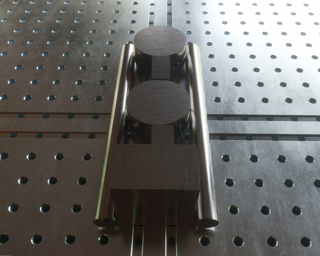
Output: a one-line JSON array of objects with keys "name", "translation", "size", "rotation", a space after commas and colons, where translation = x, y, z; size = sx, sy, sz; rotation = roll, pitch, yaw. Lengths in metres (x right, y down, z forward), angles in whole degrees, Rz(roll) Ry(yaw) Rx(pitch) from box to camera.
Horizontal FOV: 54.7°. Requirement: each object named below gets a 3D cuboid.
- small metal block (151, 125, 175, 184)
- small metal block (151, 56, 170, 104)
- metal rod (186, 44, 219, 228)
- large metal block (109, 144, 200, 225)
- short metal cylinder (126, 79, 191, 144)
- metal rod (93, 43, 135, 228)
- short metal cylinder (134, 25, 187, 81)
[{"name": "small metal block", "translation": [0.003, 0.032, 0.364], "size": [0.025, 0.050, 0.050], "rotation": [0, 50, 0]}, {"name": "small metal block", "translation": [0.001, -0.069, 0.447], "size": [0.025, 0.050, 0.050], "rotation": [1, 50, 1]}, {"name": "metal rod", "translation": [0.051, -0.015, 0.419], "size": [0.025, 0.025, 0.300], "rotation": [1, 50, 1]}, {"name": "large metal block", "translation": [-0.004, 0.061, 0.321], "size": [0.080, 0.080, 0.050], "rotation": [1, 50, 0]}, {"name": "short metal cylinder", "translation": [-0.002, -0.018, 0.406], "size": [0.080, 0.050, 0.080], "rotation": [0, 50, 0]}, {"name": "metal rod", "translation": [-0.054, -0.016, 0.419], "size": [0.025, 0.025, 0.300], "rotation": [1, 50, 1]}, {"name": "short metal cylinder", "translation": [0.000, -0.118, 0.490], "size": [0.080, 0.050, 0.080], "rotation": [0, 50, 0]}]
